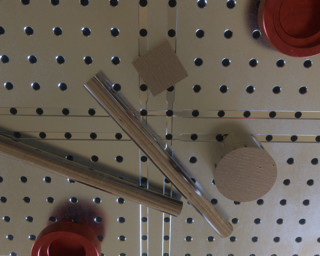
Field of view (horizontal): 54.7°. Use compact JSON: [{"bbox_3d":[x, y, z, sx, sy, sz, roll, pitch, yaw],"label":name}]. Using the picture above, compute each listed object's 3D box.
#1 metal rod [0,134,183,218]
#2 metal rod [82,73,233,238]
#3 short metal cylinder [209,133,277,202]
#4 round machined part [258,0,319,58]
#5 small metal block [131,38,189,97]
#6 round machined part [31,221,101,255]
[{"bbox_3d":[-0.110,0.065,0.436,0.302,0.025,0.025,22,109,-8],"label":"metal rod"},{"bbox_3d":[0.006,0.048,0.430,0.025,0.025,0.300,-37,106,12],"label":"metal rod"},{"bbox_3d":[0.110,0.052,0.420,0.081,0.050,0.079,0,110,0],"label":"short metal cylinder"},{"bbox_3d":[0.162,-0.133,0.357,0.099,0.042,0.097,0,110,0],"label":"round machined part"},{"bbox_3d":[0.000,-0.075,0.386,0.050,0.025,0.050,-30,108,10],"label":"small metal block"},{"bbox_3d":[-0.138,0.182,0.470,0.099,0.042,0.097,0,110,0],"label":"round machined part"}]
